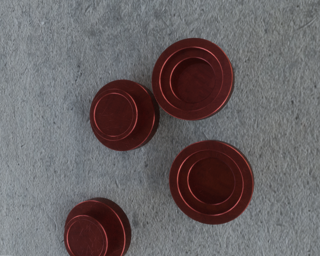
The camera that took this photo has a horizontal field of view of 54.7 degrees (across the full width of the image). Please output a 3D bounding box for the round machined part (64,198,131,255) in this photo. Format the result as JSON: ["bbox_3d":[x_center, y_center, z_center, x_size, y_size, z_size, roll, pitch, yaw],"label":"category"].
[{"bbox_3d":[-0.093,0.150,0.433,0.098,0.042,0.097,0,90,20],"label":"round machined part"}]

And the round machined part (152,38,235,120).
[{"bbox_3d":[0.043,-0.058,0.385,0.098,0.042,0.097,0,90,20],"label":"round machined part"}]

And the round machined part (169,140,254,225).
[{"bbox_3d":[0.064,0.063,0.377,0.098,0.042,0.097,0,90,20],"label":"round machined part"}]

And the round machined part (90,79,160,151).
[{"bbox_3d":[-0.054,-0.017,0.419,0.098,0.042,0.097,0,90,20],"label":"round machined part"}]
